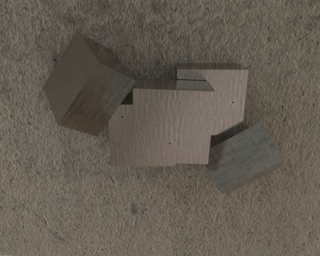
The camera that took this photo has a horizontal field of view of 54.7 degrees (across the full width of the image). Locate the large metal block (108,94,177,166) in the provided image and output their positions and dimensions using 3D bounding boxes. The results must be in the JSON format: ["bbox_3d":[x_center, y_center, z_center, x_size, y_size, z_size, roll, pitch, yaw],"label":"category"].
[{"bbox_3d":[-0.021,0.002,0.396,0.081,0.050,0.079,0,110,-1],"label":"large metal block"}]

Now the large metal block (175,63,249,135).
[{"bbox_3d":[0.059,-0.037,0.385,0.081,0.050,0.079,0,110,-1],"label":"large metal block"}]

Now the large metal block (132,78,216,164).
[{"bbox_3d":[0.012,-0.008,0.339,0.081,0.050,0.079,2,110,-1],"label":"large metal block"}]

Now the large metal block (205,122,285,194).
[{"bbox_3d":[0.105,0.042,0.392,0.080,0.080,0.050,-29,70,10],"label":"large metal block"}]

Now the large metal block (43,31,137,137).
[{"bbox_3d":[-0.084,-0.050,0.355,0.050,0.080,0.080,22,112,-43],"label":"large metal block"}]
